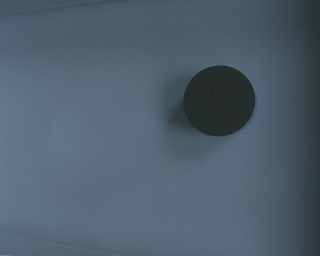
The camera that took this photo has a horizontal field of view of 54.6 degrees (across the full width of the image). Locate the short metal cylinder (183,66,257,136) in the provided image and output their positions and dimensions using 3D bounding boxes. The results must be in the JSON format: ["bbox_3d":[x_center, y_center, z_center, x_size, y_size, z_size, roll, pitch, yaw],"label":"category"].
[{"bbox_3d":[0.074,-0.030,0.371,0.080,0.050,0.080,0,90,20],"label":"short metal cylinder"}]
